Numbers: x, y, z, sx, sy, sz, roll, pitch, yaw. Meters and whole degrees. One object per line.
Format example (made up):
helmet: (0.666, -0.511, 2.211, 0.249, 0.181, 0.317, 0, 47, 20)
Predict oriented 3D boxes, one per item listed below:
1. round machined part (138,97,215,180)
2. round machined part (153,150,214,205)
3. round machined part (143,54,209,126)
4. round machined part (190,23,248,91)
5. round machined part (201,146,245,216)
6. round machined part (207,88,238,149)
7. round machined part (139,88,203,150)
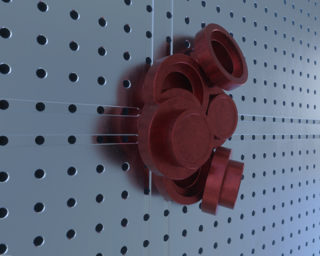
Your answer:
round machined part: (0.026, 0.012, 0.364, 0.099, 0.042, 0.097, 0, 90, -40)
round machined part: (0.028, 0.052, 0.420, 0.099, 0.042, 0.097, 0, 90, -40)
round machined part: (0.017, -0.046, 0.411, 0.099, 0.042, 0.097, 0, 90, -40)
round machined part: (0.082, -0.097, 0.450, 0.098, 0.042, 0.098, 24, 53, -36)
round machined part: (0.093, 0.078, 0.443, 0.098, 0.042, 0.098, 13, 91, -73)
round machined part: (0.079, -0.016, 0.463, 0.099, 0.042, 0.097, 0, 90, -40)
round machined part: (0.012, -0.002, 0.406, 0.099, 0.042, 0.097, 0, 90, -40)
